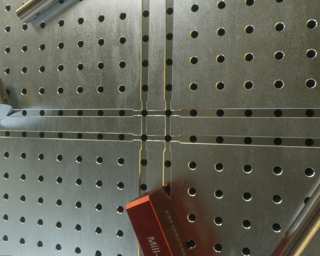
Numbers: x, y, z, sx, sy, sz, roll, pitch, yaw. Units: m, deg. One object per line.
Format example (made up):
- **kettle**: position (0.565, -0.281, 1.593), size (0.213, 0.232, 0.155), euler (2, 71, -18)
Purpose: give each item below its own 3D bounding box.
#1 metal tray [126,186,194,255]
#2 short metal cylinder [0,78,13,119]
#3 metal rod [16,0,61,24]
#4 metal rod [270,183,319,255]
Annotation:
- **metal tray**: position (0.008, 0.140, 0.372), size (0.030, 0.090, 0.129), euler (-24, 82, 10)
- **short metal cylinder**: position (-0.279, -0.042, 0.479), size (0.080, 0.080, 0.050), euler (-26, 82, 18)
- **metal rod**: position (-0.087, -0.239, 0.442), size (0.300, 0.025, 0.025), euler (-26, 82, 17)
- **metal rod**: position (0.151, 0.139, 0.359), size (0.025, 0.025, 0.299), euler (32, 100, 17)
